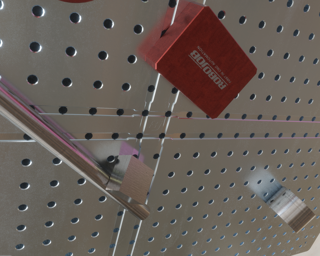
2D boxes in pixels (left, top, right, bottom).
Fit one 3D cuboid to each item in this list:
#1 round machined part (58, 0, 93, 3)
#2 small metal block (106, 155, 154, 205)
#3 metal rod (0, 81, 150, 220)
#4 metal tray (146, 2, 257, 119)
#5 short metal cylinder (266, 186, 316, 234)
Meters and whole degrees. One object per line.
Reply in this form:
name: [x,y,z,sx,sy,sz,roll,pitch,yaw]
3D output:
round machined part: [-0.078,-0.160,0.259,0.099,0.042,0.097,-14,125,-21]
small metal block: [-0.039,0.070,0.418,0.050,0.025,0.050,42,55,-39]
metal rod: [-0.099,0.042,0.383,0.025,0.025,0.300,-40,130,-1]
metal tray: [0.057,-0.079,0.392,0.090,0.030,0.130,-49,129,6]
short metal cylinder: [0.262,0.164,0.624,0.050,0.080,0.080,-45,130,3]
